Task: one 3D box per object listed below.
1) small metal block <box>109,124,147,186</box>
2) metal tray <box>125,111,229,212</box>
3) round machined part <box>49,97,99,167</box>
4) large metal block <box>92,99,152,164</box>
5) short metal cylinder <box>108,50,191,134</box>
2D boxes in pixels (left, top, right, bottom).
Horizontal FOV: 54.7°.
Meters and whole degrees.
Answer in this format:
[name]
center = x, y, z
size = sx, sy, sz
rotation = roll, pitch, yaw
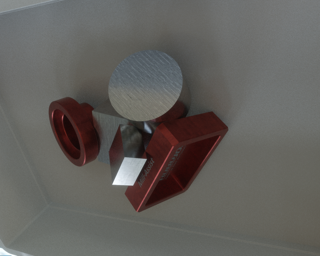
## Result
[small metal block]
center = -0.039, 0.032, 0.363
size = 0.025, 0.050, 0.050
rotation = 8, 132, -23
[metal tray]
center = 0.018, 0.043, 0.379
size = 0.030, 0.091, 0.129
rotation = 50, 134, 28
[round machined part]
center = -0.114, 0.002, 0.440
size = 0.098, 0.042, 0.097
rotation = 30, 133, 39
[large metal block]
center = -0.039, 0.009, 0.415
size = 0.080, 0.050, 0.079
rotation = 14, 124, 20
[short metal cylinder]
center = -0.010, -0.038, 0.343
size = 0.080, 0.080, 0.050
rotation = 15, 169, 19
